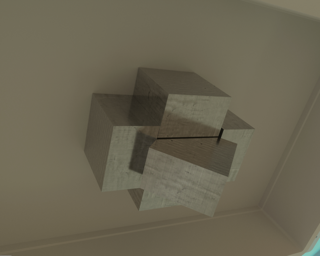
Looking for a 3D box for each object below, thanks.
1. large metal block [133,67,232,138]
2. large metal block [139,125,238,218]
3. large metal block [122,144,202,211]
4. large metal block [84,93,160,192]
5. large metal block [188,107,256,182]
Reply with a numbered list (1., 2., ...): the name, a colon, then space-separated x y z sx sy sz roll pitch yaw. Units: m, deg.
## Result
1. large metal block: 0.022 -0.031 0.364 0.081 0.080 0.050 0 119 -28
2. large metal block: 0.034 0.041 0.342 0.080 0.080 0.050 -46 153 -62
3. large metal block: -0.001 0.057 0.406 0.081 0.080 0.050 0 119 -28
4. large metal block: -0.048 0.014 0.355 0.050 0.080 0.079 0 119 -29
5. large metal block: 0.070 0.018 0.418 0.050 0.080 0.079 0 119 -29
